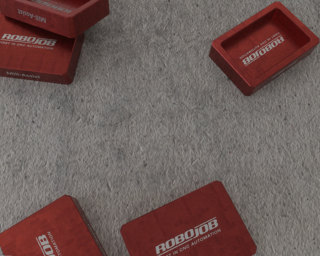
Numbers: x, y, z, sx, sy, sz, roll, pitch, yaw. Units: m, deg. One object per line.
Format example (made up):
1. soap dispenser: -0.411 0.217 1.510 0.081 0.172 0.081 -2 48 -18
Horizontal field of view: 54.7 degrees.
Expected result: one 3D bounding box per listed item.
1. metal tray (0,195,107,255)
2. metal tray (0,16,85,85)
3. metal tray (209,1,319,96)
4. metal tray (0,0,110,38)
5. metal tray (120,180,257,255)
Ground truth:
1. metal tray: -0.110 0.154 0.348 0.090 0.030 0.130 -31 73 -11
2. metal tray: -0.184 -0.116 0.446 0.131 0.030 0.090 7 70 2
3. metal tray: 0.149 -0.116 0.448 0.131 0.030 0.090 -34 74 -12
4. metal tray: -0.151 -0.178 0.442 0.130 0.030 0.090 22 49 16
5. metal tray: 0.031 0.129 0.358 0.131 0.030 0.090 -24 72 -9
